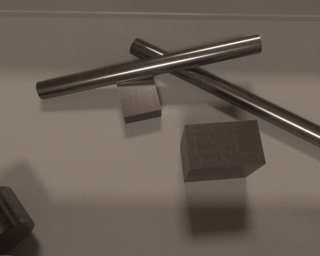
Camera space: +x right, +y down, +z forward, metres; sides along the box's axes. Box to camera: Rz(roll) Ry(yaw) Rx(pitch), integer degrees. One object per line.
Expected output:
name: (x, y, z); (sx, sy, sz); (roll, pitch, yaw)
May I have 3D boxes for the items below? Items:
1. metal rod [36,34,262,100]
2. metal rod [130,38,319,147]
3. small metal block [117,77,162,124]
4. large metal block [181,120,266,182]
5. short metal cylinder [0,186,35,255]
metal rod: (-0.017, -0.081, 0.418); (0.302, 0.025, 0.025); (-11, 71, 3)
metal rod: (0.094, -0.050, 0.429); (0.301, 0.025, 0.025); (28, 72, 9)
small metal block: (-0.028, -0.038, 0.423); (0.050, 0.025, 0.050); (-12, 71, -5)
large metal block: (0.069, 0.030, 0.370); (0.081, 0.080, 0.050); (-4, 70, -2)
short metal cylinder: (-0.188, 0.109, 0.338); (0.080, 0.080, 0.050); (-38, 75, -13)
